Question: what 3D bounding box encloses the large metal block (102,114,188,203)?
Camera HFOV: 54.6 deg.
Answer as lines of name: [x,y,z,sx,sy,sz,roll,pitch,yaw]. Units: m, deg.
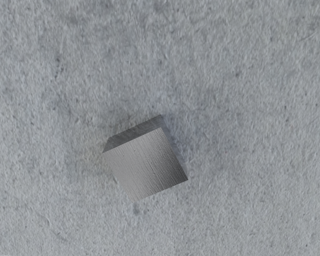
large metal block: [-0.017,0.040,0.411,0.080,0.050,0.080,-24,108,8]
